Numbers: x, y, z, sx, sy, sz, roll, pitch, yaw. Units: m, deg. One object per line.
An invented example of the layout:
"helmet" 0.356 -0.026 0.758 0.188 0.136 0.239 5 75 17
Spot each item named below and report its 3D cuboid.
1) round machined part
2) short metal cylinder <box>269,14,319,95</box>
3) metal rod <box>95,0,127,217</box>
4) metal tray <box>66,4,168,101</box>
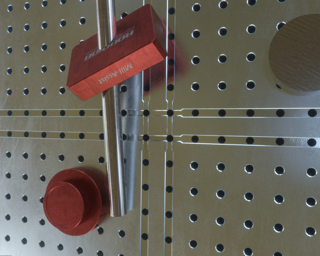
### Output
"round machined part" -0.128 0.108 0.449 0.098 0.042 0.097 0 90 20
"short metal cylinder" 0.163 -0.077 0.342 0.080 0.050 0.080 0 90 20
"metal rod" -0.065 -0.028 0.416 0.025 0.025 0.298 0 97 20
"metal tray" -0.058 -0.099 0.405 0.130 0.030 0.090 -24 46 18
